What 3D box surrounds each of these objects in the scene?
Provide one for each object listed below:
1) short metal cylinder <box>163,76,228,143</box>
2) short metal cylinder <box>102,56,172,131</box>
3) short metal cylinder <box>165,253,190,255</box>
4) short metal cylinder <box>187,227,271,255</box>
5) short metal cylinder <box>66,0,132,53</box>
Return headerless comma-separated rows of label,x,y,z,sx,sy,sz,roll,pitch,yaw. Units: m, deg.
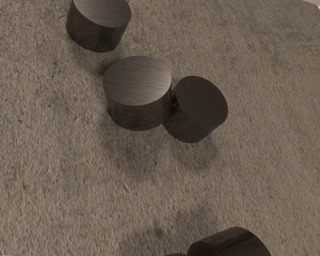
short metal cylinder,0.046,-0.025,0.430,0.081,0.050,0.080,14,56,-21
short metal cylinder,-0.026,-0.043,0.382,0.081,0.050,0.080,-1,55,2
short metal cylinder,0.008,0.165,0.293,0.081,0.050,0.080,14,56,-21
short metal cylinder,0.072,0.149,0.318,0.050,0.080,0.080,-8,66,-32
short metal cylinder,-0.087,-0.154,0.436,0.081,0.050,0.080,14,56,-21
